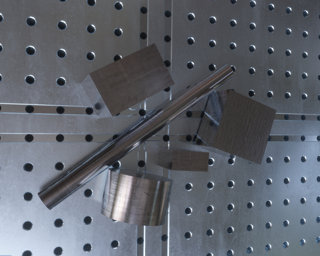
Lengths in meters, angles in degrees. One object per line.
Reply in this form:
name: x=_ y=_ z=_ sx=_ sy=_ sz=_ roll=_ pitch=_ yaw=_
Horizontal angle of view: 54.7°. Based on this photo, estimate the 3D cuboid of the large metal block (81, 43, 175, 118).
large metal block: x=-0.042 y=-0.053 z=0.369 sx=0.080 sy=0.080 sz=0.050 roll=-30 pitch=100 yaw=-18

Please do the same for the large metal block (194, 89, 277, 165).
large metal block: x=0.106 y=0.000 z=0.437 sx=0.080 sy=0.050 sz=0.080 roll=21 pitch=83 yaw=-19

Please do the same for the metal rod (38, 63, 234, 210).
metal rod: x=-0.019 y=0.002 z=0.406 sx=0.301 sy=0.025 sz=0.025 roll=-36 pitch=102 yaw=-17

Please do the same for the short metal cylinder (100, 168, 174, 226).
short metal cylinder: x=-0.028 y=0.081 z=0.373 sx=0.081 sy=0.080 sz=0.050 roll=12 pitch=86 yaw=-20

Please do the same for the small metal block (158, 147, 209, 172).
small metal block: x=0.030 y=0.041 z=0.412 sx=0.050 sy=0.050 sz=0.025 roll=5 pitch=88 yaw=-20
